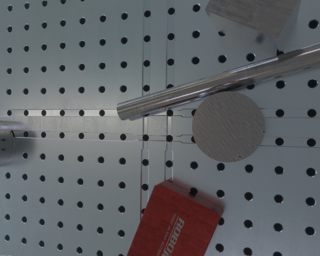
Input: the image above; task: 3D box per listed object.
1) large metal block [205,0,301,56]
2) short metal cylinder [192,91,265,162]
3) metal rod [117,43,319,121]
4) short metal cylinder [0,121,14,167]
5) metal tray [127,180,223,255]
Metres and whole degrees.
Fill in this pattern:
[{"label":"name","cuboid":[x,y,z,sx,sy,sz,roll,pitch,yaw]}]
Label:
[{"label":"large metal block","cuboid":[0.105,-0.127,0.346,0.080,0.080,0.050,29,100,17]},{"label":"short metal cylinder","cuboid":[0.084,-0.001,0.370,0.080,0.050,0.079,0,90,20]},{"label":"metal rod","cuboid":[0.084,-0.058,0.382,0.301,0.025,0.025,-15,85,19]},{"label":"short metal cylinder","cuboid":[-0.287,0.027,0.500,0.080,0.050,0.079,0,90,20]},{"label":"metal tray","cuboid":[0.016,0.146,0.404,0.090,0.030,0.129,24,98,18]}]
